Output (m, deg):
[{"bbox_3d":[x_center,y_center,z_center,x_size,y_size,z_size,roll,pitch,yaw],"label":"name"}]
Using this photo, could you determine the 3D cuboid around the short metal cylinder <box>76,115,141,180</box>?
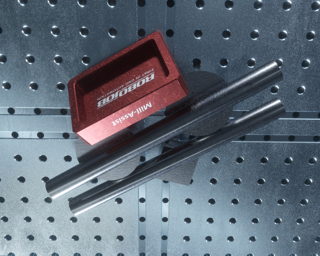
[{"bbox_3d":[-0.064,0.021,0.407,0.081,0.050,0.079,0,110,-1],"label":"short metal cylinder"}]

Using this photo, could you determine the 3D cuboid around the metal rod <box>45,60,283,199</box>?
[{"bbox_3d":[-0.003,0.007,0.361,0.301,0.025,0.025,-28,108,9],"label":"metal rod"}]

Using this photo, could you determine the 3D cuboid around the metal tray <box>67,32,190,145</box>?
[{"bbox_3d":[-0.042,-0.047,0.359,0.130,0.090,0.030,-27,140,9],"label":"metal tray"}]

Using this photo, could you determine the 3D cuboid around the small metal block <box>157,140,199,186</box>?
[{"bbox_3d":[0.022,0.048,0.430,0.050,0.025,0.050,14,109,-6],"label":"small metal block"}]

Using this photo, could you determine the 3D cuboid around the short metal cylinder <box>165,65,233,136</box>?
[{"bbox_3d":[0.047,-0.036,0.388,0.081,0.050,0.079,0,110,-1],"label":"short metal cylinder"}]

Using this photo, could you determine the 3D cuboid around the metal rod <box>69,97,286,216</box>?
[{"bbox_3d":[0.015,0.041,0.401,0.301,0.025,0.025,-27,108,9],"label":"metal rod"}]
